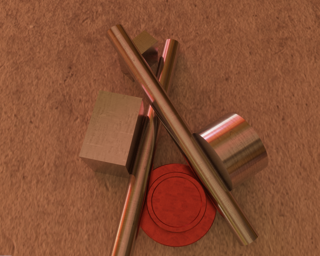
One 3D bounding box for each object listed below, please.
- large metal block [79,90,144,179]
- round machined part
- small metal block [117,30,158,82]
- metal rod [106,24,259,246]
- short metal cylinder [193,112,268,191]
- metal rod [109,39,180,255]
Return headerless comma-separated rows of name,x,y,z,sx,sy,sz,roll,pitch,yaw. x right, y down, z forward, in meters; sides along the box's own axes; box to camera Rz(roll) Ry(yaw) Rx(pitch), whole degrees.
large metal block,-0.053,0.011,0.375,0.050,0.080,0.080,11,70,4
round machined part,0.019,0.090,0.368,0.099,0.042,0.098,0,70,-1
small metal block,-0.030,-0.099,0.432,0.050,0.050,0.025,-43,76,-14
metal rod,0.022,0.002,0.372,0.025,0.025,0.299,-31,82,-11
short metal cylinder,0.082,0.028,0.371,0.050,0.080,0.080,-31,73,-11
metal rod,-0.012,0.009,0.390,0.025,0.025,0.300,11,64,4
